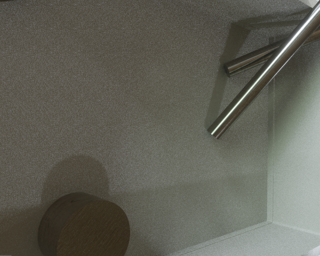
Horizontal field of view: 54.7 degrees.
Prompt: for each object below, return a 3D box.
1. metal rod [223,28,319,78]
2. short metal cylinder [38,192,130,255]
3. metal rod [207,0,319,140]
[{"bbox_3d":[0.248,-0.152,0.503,0.301,0.025,0.025,-23,109,0],"label":"metal rod"},{"bbox_3d":[-0.079,0.112,0.326,0.081,0.050,0.079,0,90,-40],"label":"short metal cylinder"},{"bbox_3d":[0.179,-0.102,0.467,0.025,0.025,0.299,36,97,-35],"label":"metal rod"}]
